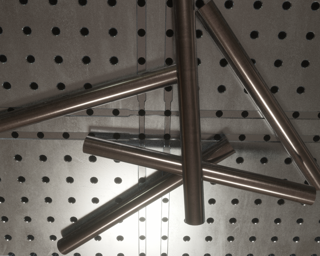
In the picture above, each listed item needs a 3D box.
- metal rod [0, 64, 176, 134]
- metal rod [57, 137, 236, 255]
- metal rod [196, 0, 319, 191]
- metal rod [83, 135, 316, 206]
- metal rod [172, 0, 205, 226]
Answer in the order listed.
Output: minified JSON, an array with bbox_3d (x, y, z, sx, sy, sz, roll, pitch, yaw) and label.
[{"bbox_3d":[-0.119,-0.030,0.400,0.301,0.025,0.025,-15,110,5],"label":"metal rod"},{"bbox_3d":[-0.027,0.103,0.451,0.300,0.025,0.025,-33,107,11],"label":"metal rod"},{"bbox_3d":[0.140,-0.031,0.404,0.025,0.025,0.300,-35,107,12],"label":"metal rod"},{"bbox_3d":[0.047,0.054,0.407,0.302,0.025,0.025,12,110,5],"label":"metal rod"},{"bbox_3d":[0.035,-0.030,0.370,0.025,0.025,0.298,-4,98,1],"label":"metal rod"}]
